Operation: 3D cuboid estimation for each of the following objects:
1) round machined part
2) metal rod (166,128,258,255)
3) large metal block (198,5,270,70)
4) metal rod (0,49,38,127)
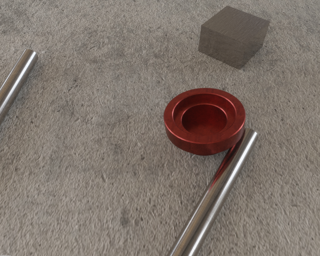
[{"bbox_3d":[0.056,-0.004,0.390,0.099,0.042,0.098,-4,46,5],"label":"round machined part"},{"bbox_3d":[0.035,0.107,0.314,0.025,0.025,0.301,26,54,19],"label":"metal rod"},{"bbox_3d":[0.122,-0.152,0.517,0.080,0.050,0.080,32,57,23],"label":"large metal block"},{"bbox_3d":[-0.223,-0.002,0.402,0.025,0.025,0.300,5,50,3],"label":"metal rod"}]
